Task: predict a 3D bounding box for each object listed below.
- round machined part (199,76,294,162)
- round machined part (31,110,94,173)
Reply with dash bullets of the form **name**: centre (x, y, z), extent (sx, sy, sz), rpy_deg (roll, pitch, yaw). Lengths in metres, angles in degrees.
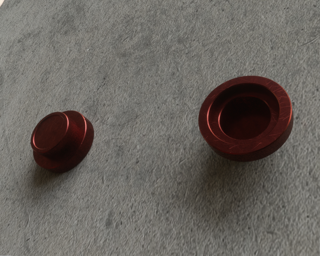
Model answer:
- **round machined part**: centre (0.097, -0.007, 0.347), extent (0.098, 0.042, 0.098), rpy_deg (-13, 56, 21)
- **round machined part**: centre (-0.152, 0.015, 0.464), extent (0.098, 0.042, 0.098), rpy_deg (-13, 56, 21)
